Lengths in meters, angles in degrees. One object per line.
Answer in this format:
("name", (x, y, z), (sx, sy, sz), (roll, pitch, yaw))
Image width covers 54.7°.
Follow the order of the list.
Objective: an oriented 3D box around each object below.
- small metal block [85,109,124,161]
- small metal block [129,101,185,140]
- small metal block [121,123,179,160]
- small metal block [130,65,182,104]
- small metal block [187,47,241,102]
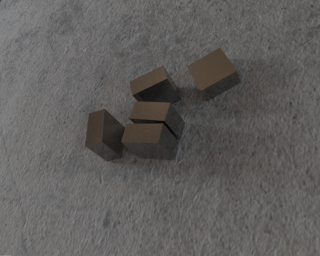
("small metal block", (-0.073, 0.010, 0.418), (0.025, 0.050, 0.050), (-15, 56, 20))
("small metal block", (-0.003, -0.009, 0.394), (0.050, 0.050, 0.025), (5, 64, 30))
("small metal block", (-0.011, 0.017, 0.382), (0.050, 0.050, 0.025), (0, 62, 28))
("small metal block", (-0.005, -0.050, 0.420), (0.050, 0.050, 0.025), (-24, 53, 13))
("small metal block", (0.071, -0.071, 0.410), (0.050, 0.025, 0.050), (-29, 52, 9))
